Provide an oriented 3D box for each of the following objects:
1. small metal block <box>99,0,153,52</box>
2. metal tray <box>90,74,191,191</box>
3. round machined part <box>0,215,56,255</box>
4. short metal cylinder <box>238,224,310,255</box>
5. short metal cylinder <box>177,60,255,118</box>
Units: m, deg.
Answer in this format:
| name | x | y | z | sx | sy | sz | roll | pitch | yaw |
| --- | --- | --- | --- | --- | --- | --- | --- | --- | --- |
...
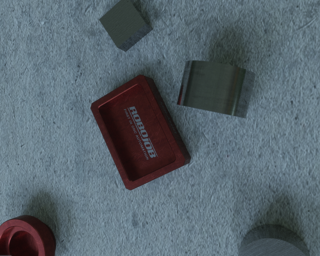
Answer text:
| name | x | y | z | sx | sy | sz | roll | pitch | yaw |
| --- | --- | --- | --- | --- | --- | --- | --- | --- | --- |
| small metal block | -0.047 | -0.142 | 0.425 | 0.050 | 0.025 | 0.050 | -36 | 79 | 16 |
| metal tray | -0.027 | 0.006 | 0.415 | 0.090 | 0.030 | 0.130 | -28 | 81 | 17 |
| round machined part | -0.199 | 0.181 | 0.470 | 0.098 | 0.042 | 0.097 | 0 | 90 | 20 |
| short metal cylinder | 0.129 | 0.156 | 0.350 | 0.080 | 0.050 | 0.080 | 0 | 90 | 20 |
| short metal cylinder | 0.064 | -0.044 | 0.357 | 0.080 | 0.080 | 0.050 | 13 | 95 | 19 |
